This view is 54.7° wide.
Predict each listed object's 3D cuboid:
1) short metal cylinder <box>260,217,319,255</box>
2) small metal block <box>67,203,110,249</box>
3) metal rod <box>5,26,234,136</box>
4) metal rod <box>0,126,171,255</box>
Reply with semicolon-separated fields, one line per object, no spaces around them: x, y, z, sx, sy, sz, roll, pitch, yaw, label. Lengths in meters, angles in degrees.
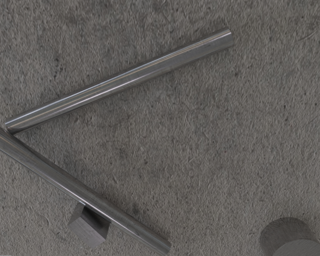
0.198;0.183;0.466;0.081;0.050;0.079;0;110;0;short metal cylinder
-0.100;0.135;0.445;0.025;0.050;0.050;-38;106;13;small metal block
-0.055;-0.055;0.388;0.301;0.025;0.025;-21;109;7;metal rod
-0.102;0.096;0.433;0.301;0.025;0.025;40;105;-18;metal rod
